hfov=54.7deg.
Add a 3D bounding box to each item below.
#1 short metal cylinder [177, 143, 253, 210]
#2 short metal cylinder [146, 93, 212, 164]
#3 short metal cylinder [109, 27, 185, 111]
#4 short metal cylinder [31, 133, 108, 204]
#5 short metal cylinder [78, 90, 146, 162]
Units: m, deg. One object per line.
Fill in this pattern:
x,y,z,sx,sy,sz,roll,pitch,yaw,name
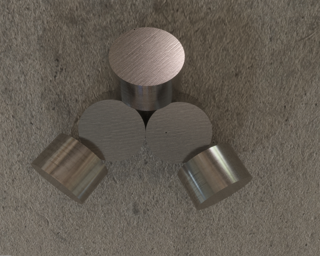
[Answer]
0.070,0.063,0.399,0.080,0.080,0.050,-35,65,12,short metal cylinder
0.023,-0.001,0.397,0.081,0.050,0.079,0,110,0,short metal cylinder
-0.015,-0.066,0.351,0.081,0.080,0.050,2,153,-1,short metal cylinder
-0.114,0.052,0.393,0.080,0.080,0.050,44,64,-15,short metal cylinder
-0.058,-0.004,0.395,0.081,0.050,0.079,0,110,0,short metal cylinder
